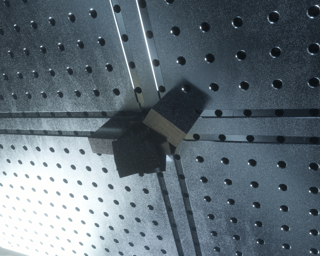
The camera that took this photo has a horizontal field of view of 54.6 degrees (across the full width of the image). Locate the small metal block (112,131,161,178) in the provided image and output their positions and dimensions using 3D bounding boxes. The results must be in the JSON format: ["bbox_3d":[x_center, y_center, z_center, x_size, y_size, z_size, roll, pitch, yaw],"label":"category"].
[{"bbox_3d":[-0.031,0.032,0.386,0.050,0.050,0.025,-15,117,-6],"label":"small metal block"}]

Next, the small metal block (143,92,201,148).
[{"bbox_3d":[0.015,-0.012,0.380,0.050,0.050,0.025,37,128,3],"label":"small metal block"}]

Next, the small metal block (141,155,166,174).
[{"bbox_3d":[-0.025,0.048,0.435,0.050,0.050,0.025,2,88,28],"label":"small metal block"}]

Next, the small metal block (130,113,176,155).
[{"bbox_3d":[-0.007,0.008,0.420,0.050,0.025,0.050,1,119,27],"label":"small metal block"}]

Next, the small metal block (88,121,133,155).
[{"bbox_3d":[-0.064,0.013,0.437,0.050,0.050,0.025,2,120,28],"label":"small metal block"}]
